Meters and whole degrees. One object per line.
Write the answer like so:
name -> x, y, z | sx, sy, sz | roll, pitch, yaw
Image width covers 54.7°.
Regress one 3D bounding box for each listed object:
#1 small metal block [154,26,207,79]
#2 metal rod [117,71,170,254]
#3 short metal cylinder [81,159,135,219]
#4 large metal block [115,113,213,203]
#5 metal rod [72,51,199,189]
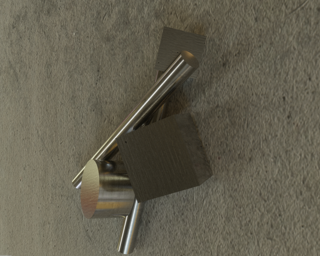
small metal block -> 0.024, -0.089, 0.371 | 0.050, 0.025, 0.050 | 13, 100, -1
metal rod -> -0.016, 0.032, 0.419 | 0.025, 0.025, 0.298 | 22, 104, 38
short metal cylinder -> -0.075, 0.085, 0.435 | 0.080, 0.050, 0.080 | -20, 66, 57
large metal block -> 0.005, 0.034, 0.366 | 0.080, 0.050, 0.080 | -22, 85, 25
metal rod -> -0.051, 0.008, 0.426 | 0.298, 0.025, 0.025 | -45, 63, 38
